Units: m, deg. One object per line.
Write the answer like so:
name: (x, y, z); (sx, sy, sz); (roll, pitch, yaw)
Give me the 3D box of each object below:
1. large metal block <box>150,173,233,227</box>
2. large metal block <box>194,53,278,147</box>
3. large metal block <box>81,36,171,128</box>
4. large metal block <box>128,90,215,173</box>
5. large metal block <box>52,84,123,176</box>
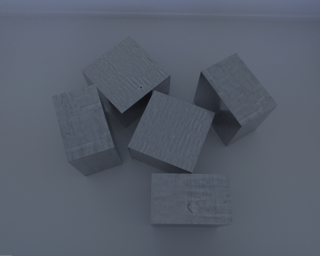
large metal block: (0.031, 0.084, 0.349); (0.081, 0.080, 0.050); (1, 70, 0)
large metal block: (0.090, -0.033, 0.391); (0.050, 0.080, 0.080); (-30, 73, -10)
large metal block: (-0.043, -0.062, 0.417); (0.080, 0.050, 0.080); (-40, 75, -14)
large metal block: (0.015, 0.010, 0.391); (0.080, 0.050, 0.080); (21, 71, 7)
large metal block: (-0.085, 0.006, 0.376); (0.050, 0.080, 0.080); (-18, 71, -7)
